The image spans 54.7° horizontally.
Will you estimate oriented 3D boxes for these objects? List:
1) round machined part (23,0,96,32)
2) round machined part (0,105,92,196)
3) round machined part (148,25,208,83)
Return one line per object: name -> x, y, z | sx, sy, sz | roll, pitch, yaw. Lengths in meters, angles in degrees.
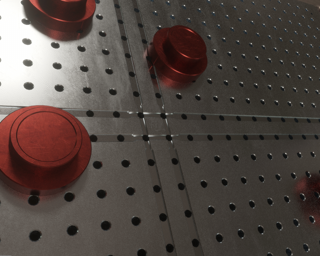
round machined part -> -0.139, -0.187, 0.438 | 0.099, 0.042, 0.098 | 14, 56, -21
round machined part -> -0.120, 0.017, 0.323 | 0.099, 0.042, 0.098 | 14, 56, -21
round machined part -> 0.034, -0.124, 0.493 | 0.099, 0.042, 0.098 | 14, 56, -21
